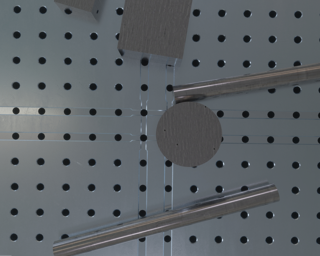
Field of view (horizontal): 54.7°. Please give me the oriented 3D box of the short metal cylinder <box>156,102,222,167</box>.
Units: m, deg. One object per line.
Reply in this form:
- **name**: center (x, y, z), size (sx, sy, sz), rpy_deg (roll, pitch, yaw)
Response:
- **short metal cylinder**: center (0.035, 0.007, 0.401), size (0.081, 0.050, 0.079), rpy_deg (0, 90, 0)

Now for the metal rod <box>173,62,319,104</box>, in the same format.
- **metal rod**: center (0.168, -0.068, 0.414), size (0.302, 0.025, 0.025), rpy_deg (-9, 90, 0)

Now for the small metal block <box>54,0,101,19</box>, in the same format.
- **small metal block**: center (-0.106, -0.180, 0.412), size (0.050, 0.025, 0.050), rpy_deg (16, 90, 0)

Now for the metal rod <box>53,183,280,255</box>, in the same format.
- **metal rod**: center (0.009, 0.124, 0.413), size (0.302, 0.025, 0.025), rpy_deg (-15, 90, 0)

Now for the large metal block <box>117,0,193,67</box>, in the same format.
- **large metal block**: center (-0.006, -0.130, 0.401), size (0.080, 0.050, 0.080), rpy_deg (9, 90, 0)
